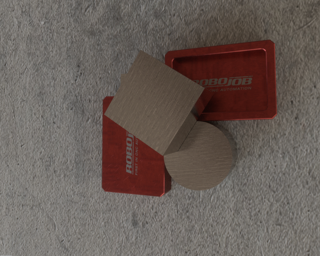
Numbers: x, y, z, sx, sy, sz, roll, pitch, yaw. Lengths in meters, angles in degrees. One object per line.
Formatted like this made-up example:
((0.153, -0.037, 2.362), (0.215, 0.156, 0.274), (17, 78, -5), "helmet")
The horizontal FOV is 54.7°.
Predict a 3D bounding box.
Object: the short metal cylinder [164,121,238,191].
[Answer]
((0.051, 0.032, 0.378), (0.080, 0.050, 0.080), (0, 90, 20), "short metal cylinder")

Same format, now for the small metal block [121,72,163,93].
((-0.017, -0.055, 0.403), (0.050, 0.050, 0.025), (1, 91, 20), "small metal block")

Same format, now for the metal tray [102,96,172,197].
((-0.031, 0.022, 0.419), (0.090, 0.030, 0.129), (1, 90, 20), "metal tray")

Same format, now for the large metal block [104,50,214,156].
((0.000, -0.027, 0.342), (0.080, 0.050, 0.080), (34, 101, 16), "large metal block")

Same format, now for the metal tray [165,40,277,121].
((0.073, -0.054, 0.381), (0.130, 0.030, 0.089), (-2, 89, 19), "metal tray")
